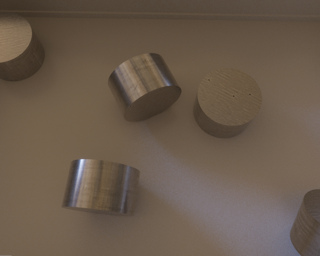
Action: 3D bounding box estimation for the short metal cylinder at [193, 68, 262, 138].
[{"bbox_3d":[0.087,-0.032,0.409,0.081,0.050,0.080,0,70,0],"label":"short metal cylinder"}]

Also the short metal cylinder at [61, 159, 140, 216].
[{"bbox_3d":[-0.066,0.070,0.354,0.080,0.080,0.050,6,70,2],"label":"short metal cylinder"}]

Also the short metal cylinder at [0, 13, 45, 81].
[{"bbox_3d":[-0.211,-0.113,0.435,0.081,0.050,0.080,0,70,0],"label":"short metal cylinder"}]

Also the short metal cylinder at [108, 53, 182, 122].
[{"bbox_3d":[-0.020,-0.050,0.399,0.080,0.080,0.050,-25,72,-9],"label":"short metal cylinder"}]

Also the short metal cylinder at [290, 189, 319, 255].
[{"bbox_3d":[0.190,0.111,0.336,0.081,0.050,0.080,6,26,-3],"label":"short metal cylinder"}]
